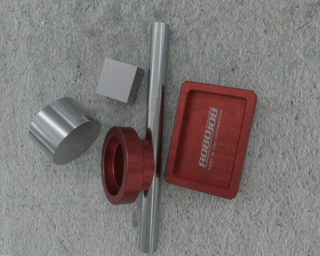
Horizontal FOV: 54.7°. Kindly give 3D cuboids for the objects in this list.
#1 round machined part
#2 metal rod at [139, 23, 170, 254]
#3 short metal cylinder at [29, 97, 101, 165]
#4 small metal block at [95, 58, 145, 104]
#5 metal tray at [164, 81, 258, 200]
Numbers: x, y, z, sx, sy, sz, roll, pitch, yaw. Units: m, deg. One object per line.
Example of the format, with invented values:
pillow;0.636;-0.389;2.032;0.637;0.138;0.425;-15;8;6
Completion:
round machined part;-0.040;0.047;0.396;0.098;0.042;0.097;-9;80;62
metal rod;-0.008;0.014;0.411;0.025;0.025;0.298;4;91;20
short metal cylinder;-0.129;0.004;0.425;0.050;0.080;0.080;41;103;15
small metal block;-0.055;-0.065;0.428;0.050;0.025;0.050;19;96;19
metal tray;0.062;0.013;0.384;0.090;0.030;0.129;12;94;19
